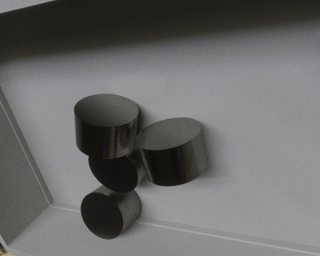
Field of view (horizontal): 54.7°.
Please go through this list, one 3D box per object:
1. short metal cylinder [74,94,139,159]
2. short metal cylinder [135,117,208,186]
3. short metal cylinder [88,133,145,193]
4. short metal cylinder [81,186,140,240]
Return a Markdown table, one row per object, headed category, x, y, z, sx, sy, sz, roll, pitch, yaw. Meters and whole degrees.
| category | x | y | z | sx | sy | sz | roll | pitch | yaw |
| --- | --- | --- | --- | --- | --- | --- | --- | --- | --- |
| short metal cylinder | -0.070 | -0.004 | 0.408 | 0.080 | 0.080 | 0.050 | 19 | 126 | 17 |
| short metal cylinder | 0.015 | 0.027 | 0.382 | 0.080 | 0.080 | 0.050 | 0 | 118 | 28 |
| short metal cylinder | -0.056 | 0.047 | 0.451 | 0.080 | 0.050 | 0.079 | 13 | 124 | 21 |
| short metal cylinder | -0.080 | 0.132 | 0.504 | 0.080 | 0.050 | 0.079 | 7 | 106 | 24 |
